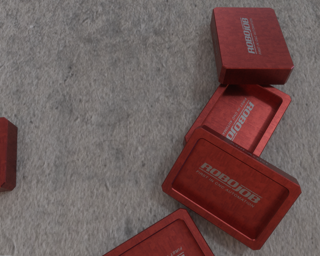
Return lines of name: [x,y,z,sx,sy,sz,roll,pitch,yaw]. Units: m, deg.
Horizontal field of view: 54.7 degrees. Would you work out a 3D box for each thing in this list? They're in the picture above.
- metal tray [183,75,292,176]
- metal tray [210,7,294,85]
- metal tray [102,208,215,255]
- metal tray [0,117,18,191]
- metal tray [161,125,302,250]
metal tray: [0.101,-0.008,0.409,0.090,0.030,0.130,32,73,10]
metal tray: [0.123,-0.118,0.432,0.091,0.030,0.130,0,54,0]
metal tray: [-0.005,0.161,0.346,0.131,0.030,0.090,-29,73,-11]
metal tray: [-0.252,0.040,0.388,0.131,0.030,0.090,-7,70,-3]
metal tray: [0.079,0.066,0.359,0.130,0.030,0.090,32,104,10]
